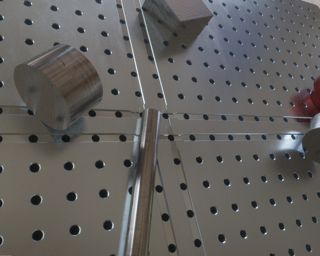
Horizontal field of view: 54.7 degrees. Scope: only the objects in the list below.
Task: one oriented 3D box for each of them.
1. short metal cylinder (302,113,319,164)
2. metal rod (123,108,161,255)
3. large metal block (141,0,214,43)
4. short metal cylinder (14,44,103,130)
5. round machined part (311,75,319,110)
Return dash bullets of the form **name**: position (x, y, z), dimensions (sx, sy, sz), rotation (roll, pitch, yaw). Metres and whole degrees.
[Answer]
- **short metal cylinder**: position (0.286, 0.017, 0.516), dimensions (0.080, 0.080, 0.050), rotation (43, 51, 1)
- **metal rod**: position (-0.022, 0.106, 0.330), dimensions (0.025, 0.025, 0.300), rotation (18, 55, -18)
- **large metal block**: position (0.029, -0.199, 0.529), dimensions (0.081, 0.050, 0.080), rotation (-25, 75, -37)
- **short metal cylinder**: position (-0.111, -0.045, 0.340), dimensions (0.080, 0.080, 0.050), rotation (43, 51, 1)
- **round machined part**: position (0.345, -0.063, 0.621), dimensions (0.099, 0.042, 0.098), rotation (14, 56, -21)
